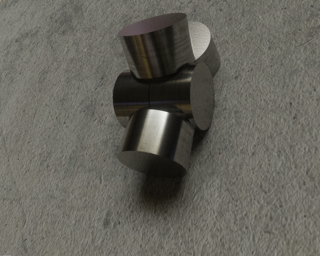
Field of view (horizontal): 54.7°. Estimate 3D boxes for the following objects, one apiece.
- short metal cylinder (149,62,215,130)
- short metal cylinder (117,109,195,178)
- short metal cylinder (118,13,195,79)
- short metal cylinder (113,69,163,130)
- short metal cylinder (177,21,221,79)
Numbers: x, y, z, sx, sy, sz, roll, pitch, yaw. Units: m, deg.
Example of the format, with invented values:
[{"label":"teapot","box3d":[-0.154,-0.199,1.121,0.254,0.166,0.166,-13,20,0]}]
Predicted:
[{"label":"short metal cylinder","box3d":[0.029,-0.037,0.376,0.050,0.080,0.080,0,62,29]},{"label":"short metal cylinder","box3d":[-0.004,0.020,0.359,0.080,0.080,0.050,0,62,28]},{"label":"short metal cylinder","box3d":[-0.003,-0.098,0.365,0.080,0.050,0.080,-12,29,7]},{"label":"short metal cylinder","box3d":[-0.016,-0.037,0.401,0.050,0.080,0.080,1,62,28]},{"label":"short metal cylinder","box3d":[0.039,-0.100,0.430,0.080,0.050,0.080,-13,56,20]}]
